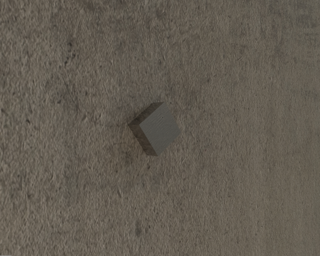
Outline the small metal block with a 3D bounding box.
[{"bbox_3d":[-0.006,0.001,0.403,0.050,0.025,0.050,-44,117,-31],"label":"small metal block"}]
